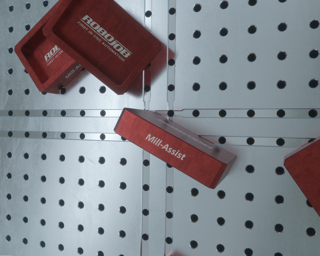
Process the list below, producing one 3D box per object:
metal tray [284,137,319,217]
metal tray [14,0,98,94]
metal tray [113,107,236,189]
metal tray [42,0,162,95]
[{"bbox_3d":[0.210,0.067,0.336,0.090,0.030,0.130,-35,79,16],"label":"metal tray"},{"bbox_3d":[-0.146,-0.124,0.462,0.130,0.030,0.090,-38,78,16],"label":"metal tray"},{"bbox_3d":[0.021,0.019,0.370,0.130,0.090,0.030,29,100,17],"label":"metal tray"},{"bbox_3d":[-0.073,-0.118,0.407,0.130,0.030,0.090,39,104,-11],"label":"metal tray"}]
